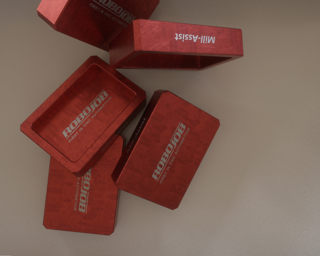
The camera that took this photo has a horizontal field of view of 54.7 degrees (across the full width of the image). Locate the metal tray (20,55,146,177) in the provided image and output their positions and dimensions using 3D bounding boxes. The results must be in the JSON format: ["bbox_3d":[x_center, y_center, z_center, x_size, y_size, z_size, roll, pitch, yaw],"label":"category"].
[{"bbox_3d":[-0.090,-0.017,0.383,0.090,0.030,0.130,37,74,9],"label":"metal tray"}]

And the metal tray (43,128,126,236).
[{"bbox_3d":[-0.097,0.068,0.408,0.091,0.030,0.129,6,90,-1],"label":"metal tray"}]

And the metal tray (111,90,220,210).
[{"bbox_3d":[0.008,0.028,0.392,0.090,0.030,0.130,28,89,-23],"label":"metal tray"}]

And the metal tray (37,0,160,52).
[{"bbox_3d":[-0.061,-0.138,0.348,0.030,0.131,0.090,41,105,19],"label":"metal tray"}]

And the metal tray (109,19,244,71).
[{"bbox_3d":[0.017,-0.090,0.355,0.131,0.090,0.030,-4,90,-26],"label":"metal tray"}]
